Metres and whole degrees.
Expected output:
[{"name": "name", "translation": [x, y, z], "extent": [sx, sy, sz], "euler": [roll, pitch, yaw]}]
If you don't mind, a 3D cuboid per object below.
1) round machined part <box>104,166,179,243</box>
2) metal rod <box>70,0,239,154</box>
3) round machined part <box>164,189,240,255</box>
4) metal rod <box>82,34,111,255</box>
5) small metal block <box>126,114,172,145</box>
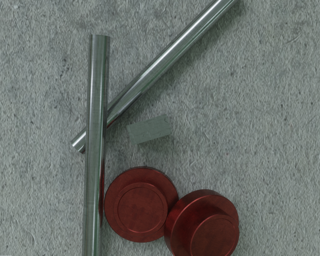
[{"name": "round machined part", "translation": [-0.024, 0.101, 0.401], "extent": [0.099, 0.042, 0.097], "euler": [0, 90, 0]}, {"name": "metal rod", "translation": [-0.002, -0.080, 0.409], "extent": [0.300, 0.025, 0.025], "euler": [-45, 90, 0]}, {"name": "round machined part", "translation": [0.058, 0.130, 0.384], "extent": [0.099, 0.042, 0.097], "euler": [-5, 102, -23]}, {"name": "metal rod", "translation": [-0.081, 0.038, 0.388], "extent": [0.025, 0.025, 0.298], "euler": [4, 98, 0]}, {"name": "small metal block", "translation": [-0.013, 0.002, 0.397], "extent": [0.050, 0.050, 0.025], "euler": [-17, 90, 0]}]
